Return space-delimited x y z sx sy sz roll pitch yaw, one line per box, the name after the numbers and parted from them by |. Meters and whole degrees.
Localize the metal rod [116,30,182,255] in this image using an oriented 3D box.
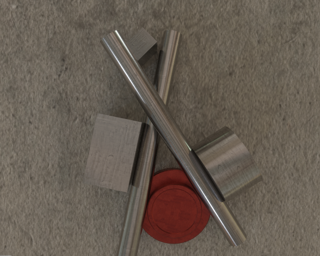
-0.013 0.020 0.396 0.025 0.025 0.298 12 84 -1 | metal rod

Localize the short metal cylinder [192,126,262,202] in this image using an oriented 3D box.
0.081 0.045 0.385 0.050 0.080 0.080 -32 90 0 | short metal cylinder

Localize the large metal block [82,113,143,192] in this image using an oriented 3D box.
-0.053 0.027 0.383 0.050 0.080 0.080 12 90 0 | large metal block

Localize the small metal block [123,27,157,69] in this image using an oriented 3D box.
-0.030 -0.096 0.398 0.050 0.050 0.025 -45 91 0 | small metal block

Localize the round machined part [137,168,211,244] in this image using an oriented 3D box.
0.018 0.103 0.404 0.099 0.042 0.097 0 90 -1 | round machined part

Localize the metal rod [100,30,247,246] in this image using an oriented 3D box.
0.022 0.020 0.377 0.025 0.025 0.299 -33 99 0 | metal rod
